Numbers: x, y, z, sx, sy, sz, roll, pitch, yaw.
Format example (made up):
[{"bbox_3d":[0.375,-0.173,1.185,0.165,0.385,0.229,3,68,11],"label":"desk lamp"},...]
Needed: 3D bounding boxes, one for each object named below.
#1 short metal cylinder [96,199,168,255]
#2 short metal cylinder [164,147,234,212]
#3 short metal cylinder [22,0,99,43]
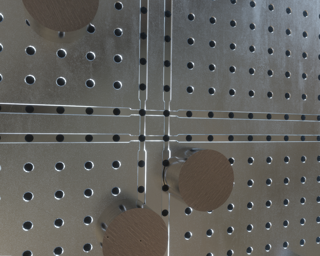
[{"bbox_3d":[-0.036,0.134,0.387,0.081,0.050,0.079,0,90,-20],"label":"short metal cylinder"},{"bbox_3d":[0.052,0.067,0.420,0.081,0.050,0.079,0,90,-21],"label":"short metal cylinder"},{"bbox_3d":[-0.115,-0.144,0.357,0.081,0.050,0.079,0,90,-21],"label":"short metal cylinder"}]
